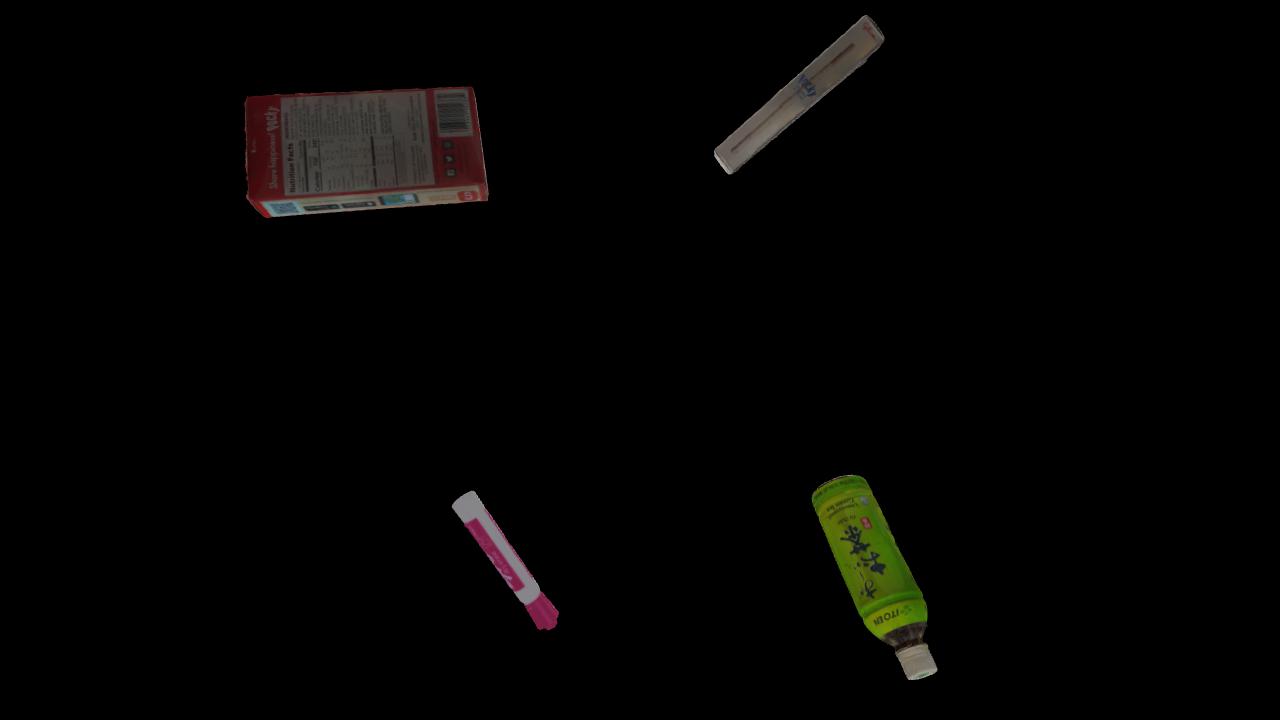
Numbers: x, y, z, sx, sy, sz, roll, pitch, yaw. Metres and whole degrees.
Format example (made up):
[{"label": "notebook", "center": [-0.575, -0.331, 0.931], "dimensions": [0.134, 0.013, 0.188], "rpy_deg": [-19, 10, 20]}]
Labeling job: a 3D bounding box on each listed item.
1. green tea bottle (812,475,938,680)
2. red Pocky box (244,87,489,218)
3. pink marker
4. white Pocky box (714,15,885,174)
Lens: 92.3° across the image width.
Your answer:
[{"label": "green tea bottle", "center": [0.257, 0.232, 0.671], "dimensions": [0.073, 0.212, 0.073], "rpy_deg": [-9, -39, -7]}, {"label": "red Pocky box", "center": [-0.191, -0.149, 0.437], "dimensions": [0.155, 0.083, 0.028], "rpy_deg": [-7, -12, -11]}, {"label": "pink marker", "center": [-0.097, 0.150, 0.453], "dimensions": [0.020, 0.121, 0.020], "rpy_deg": [-30, 10, 6]}, {"label": "white Pocky box", "center": [0.131, -0.222, 0.534], "dimensions": [0.154, 0.028, 0.084], "rpy_deg": [-39, 7, 14]}]
